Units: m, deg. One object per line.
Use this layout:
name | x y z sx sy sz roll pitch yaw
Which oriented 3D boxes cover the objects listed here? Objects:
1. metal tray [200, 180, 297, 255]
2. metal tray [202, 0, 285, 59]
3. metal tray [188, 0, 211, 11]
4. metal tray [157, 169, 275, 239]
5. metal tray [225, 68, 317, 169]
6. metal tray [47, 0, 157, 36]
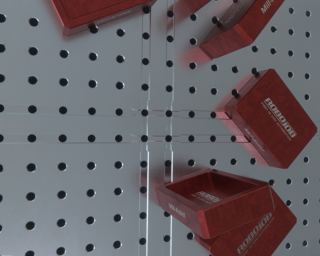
metal tray | 0.133 0.152 0.459 0.130 0.030 0.090 -45 104 -15
metal tray | 0.122 -0.159 0.422 0.030 0.090 0.130 41 77 -15
metal tray | 0.094 -0.205 0.391 0.090 0.130 0.030 -44 104 -15
metal tray | 0.061 0.085 0.379 0.091 0.130 0.030 -15 96 -19
metal tray | 0.172 -0.013 0.473 0.090 0.030 0.130 -46 104 -14
metal tray | -0.075 -0.180 0.381 0.131 0.030 0.090 -27 99 -18
